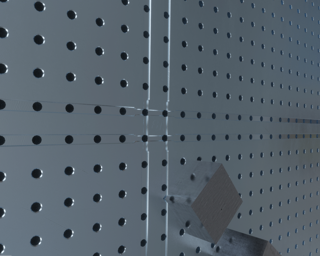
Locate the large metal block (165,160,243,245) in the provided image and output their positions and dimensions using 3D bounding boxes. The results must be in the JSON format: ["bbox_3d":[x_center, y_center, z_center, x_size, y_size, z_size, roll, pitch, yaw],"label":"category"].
[{"bbox_3d":[0.066,0.105,0.451,0.080,0.050,0.080,-47,118,-30],"label":"large metal block"}]

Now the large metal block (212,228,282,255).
[{"bbox_3d":[0.146,0.212,0.500,0.080,0.080,0.050,48,62,-30],"label":"large metal block"}]
